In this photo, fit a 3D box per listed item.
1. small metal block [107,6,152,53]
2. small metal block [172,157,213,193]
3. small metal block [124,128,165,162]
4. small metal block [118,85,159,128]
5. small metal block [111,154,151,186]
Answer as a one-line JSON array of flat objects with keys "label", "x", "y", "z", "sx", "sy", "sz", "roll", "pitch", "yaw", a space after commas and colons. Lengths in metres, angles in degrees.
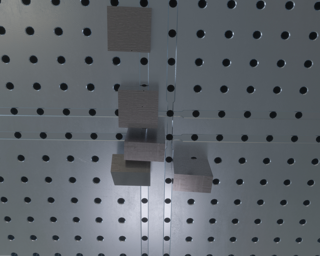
[{"label": "small metal block", "x": -0.036, "y": -0.118, "z": 0.370, "sx": 0.050, "sy": 0.025, "sz": 0.050, "roll": 2, "pitch": 110, "yaw": -1}, {"label": "small metal block", "x": 0.042, "y": 0.063, "z": 0.424, "sx": 0.050, "sy": 0.050, "sz": 0.025, "roll": 4, "pitch": 110, "yaw": -2}, {"label": "small metal block", "x": -0.019, "y": 0.021, "z": 0.408, "sx": 0.050, "sy": 0.050, "sz": 0.025, "roll": 3, "pitch": 110, "yaw": -1}, {"label": "small metal block", "x": -0.027, "y": -0.028, "z": 0.403, "sx": 0.050, "sy": 0.025, "sz": 0.050, "roll": 1, "pitch": 110, "yaw": -1}, {"label": "small metal block", "x": -0.038, "y": 0.058, "z": 0.421, "sx": 0.050, "sy": 0.025, "sz": 0.050, "roll": 2, "pitch": 149, "yaw": -1}]
